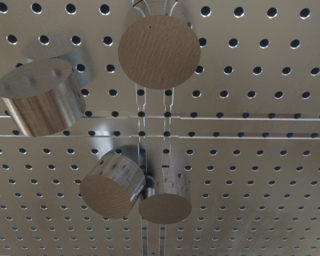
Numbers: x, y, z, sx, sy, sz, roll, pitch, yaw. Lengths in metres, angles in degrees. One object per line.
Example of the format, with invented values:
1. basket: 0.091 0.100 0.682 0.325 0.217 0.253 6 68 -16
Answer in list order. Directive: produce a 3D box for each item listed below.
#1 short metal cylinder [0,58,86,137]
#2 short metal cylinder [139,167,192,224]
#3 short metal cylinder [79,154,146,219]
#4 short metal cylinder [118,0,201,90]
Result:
1. short metal cylinder: -0.129 -0.035 0.344 0.080 0.080 0.050 -6 130 5
2. short metal cylinder: 0.008 0.108 0.487 0.081 0.050 0.079 -1 130 0
3. short metal cylinder: -0.068 0.084 0.449 0.080 0.050 0.079 10 123 17
4. short metal cylinder: -0.001 -0.087 0.321 0.081 0.050 0.079 0 130 0
